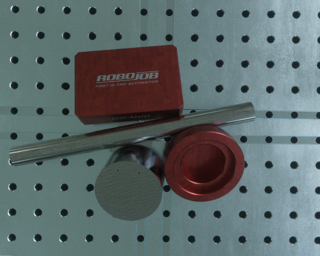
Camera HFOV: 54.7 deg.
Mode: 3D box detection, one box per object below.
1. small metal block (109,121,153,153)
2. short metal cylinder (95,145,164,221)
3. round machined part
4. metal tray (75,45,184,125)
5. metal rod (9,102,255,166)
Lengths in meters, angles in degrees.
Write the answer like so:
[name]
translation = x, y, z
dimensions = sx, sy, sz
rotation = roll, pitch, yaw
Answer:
[small metal block]
translation = -0.036, 0.015, 0.421
dimensions = 0.050, 0.025, 0.050
rotation = 18, 90, -1
[short metal cylinder]
translation = -0.035, 0.068, 0.389
dimensions = 0.080, 0.050, 0.079
rotation = 1, 109, 5
[round machined part]
translation = 0.053, 0.041, 0.394
dimensions = 0.099, 0.042, 0.097
rotation = -2, 112, -4
[metal tray]
translation = -0.040, -0.056, 0.396
dimensions = 0.131, 0.030, 0.090
rotation = -5, 71, -1
[metal rod]
translation = -0.033, 0.007, 0.387
dimensions = 0.302, 0.025, 0.025
rotation = -11, 90, -1
